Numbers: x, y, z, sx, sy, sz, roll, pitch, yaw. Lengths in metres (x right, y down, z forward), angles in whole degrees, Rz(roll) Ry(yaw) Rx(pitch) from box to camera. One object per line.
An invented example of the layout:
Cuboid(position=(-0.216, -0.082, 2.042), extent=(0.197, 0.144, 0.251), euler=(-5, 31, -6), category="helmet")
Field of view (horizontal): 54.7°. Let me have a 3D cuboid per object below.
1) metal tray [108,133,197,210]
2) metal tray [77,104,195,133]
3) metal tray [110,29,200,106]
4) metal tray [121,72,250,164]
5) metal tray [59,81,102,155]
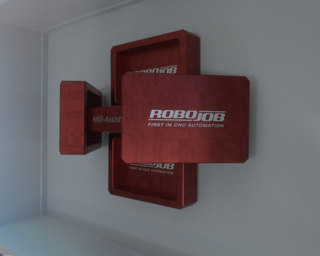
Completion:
Cuboid(position=(-0.014, 0.050, 0.411), extent=(0.130, 0.030, 0.089), euler=(1, 90, 39), category="metal tray")
Cuboid(position=(-0.033, -0.010, 0.390), extent=(0.130, 0.091, 0.030), euler=(1, 91, 39), category="metal tray")
Cuboid(position=(-0.010, -0.071, 0.410), extent=(0.130, 0.030, 0.089), euler=(0, 91, 39), category="metal tray")
Cuboid(position=(0.026, -0.009, 0.324), extent=(0.030, 0.131, 0.089), euler=(-177, 87, -82), category="metal tray")
Cuboid(position=(-0.106, -0.013, 0.433), extent=(0.030, 0.130, 0.089), euler=(1, 90, -2), category="metal tray")
